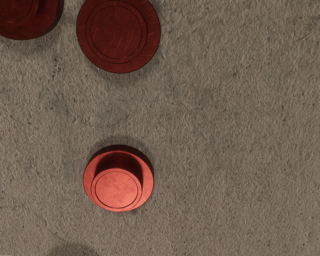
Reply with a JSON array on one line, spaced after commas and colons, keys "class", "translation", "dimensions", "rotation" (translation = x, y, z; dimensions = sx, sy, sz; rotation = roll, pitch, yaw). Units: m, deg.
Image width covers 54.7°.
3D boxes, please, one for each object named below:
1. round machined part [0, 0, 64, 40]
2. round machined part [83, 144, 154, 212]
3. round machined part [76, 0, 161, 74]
[{"class": "round machined part", "translation": [-0.162, -0.148, 0.344], "dimensions": [0.099, 0.042, 0.097], "rotation": [0, 110, -1]}, {"class": "round machined part", "translation": [-0.057, 0.075, 0.428], "dimensions": [0.099, 0.042, 0.097], "rotation": [0, 110, -1]}, {"class": "round machined part", "translation": [-0.048, -0.111, 0.359], "dimensions": [0.099, 0.042, 0.097], "rotation": [0, 110, -1]}]
